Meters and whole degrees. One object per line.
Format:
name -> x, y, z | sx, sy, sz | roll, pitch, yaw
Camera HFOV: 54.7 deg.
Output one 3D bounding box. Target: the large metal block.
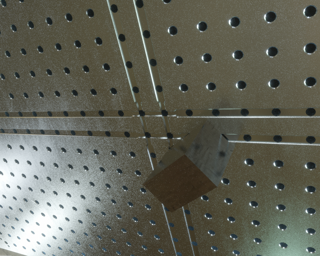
large metal block -> 0.037, 0.047, 0.384 | 0.050, 0.080, 0.080 | 46, 129, -4
